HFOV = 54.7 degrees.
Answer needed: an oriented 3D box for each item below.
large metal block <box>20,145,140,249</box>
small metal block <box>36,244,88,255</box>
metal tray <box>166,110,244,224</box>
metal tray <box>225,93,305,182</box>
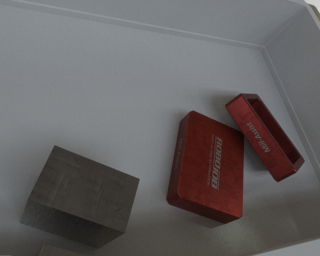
[{"bbox_3d":[-0.076,0.069,0.288,0.080,0.080,0.050,24,53,-14],"label":"large metal block"},{"bbox_3d":[-0.084,0.124,0.269,0.050,0.050,0.025,23,53,-15],"label":"small metal block"},{"bbox_3d":[0.064,0.049,0.409,0.091,0.030,0.130,23,53,-15],"label":"metal tray"},{"bbox_3d":[0.159,0.009,0.463,0.091,0.030,0.130,-9,64,-58],"label":"metal tray"}]
